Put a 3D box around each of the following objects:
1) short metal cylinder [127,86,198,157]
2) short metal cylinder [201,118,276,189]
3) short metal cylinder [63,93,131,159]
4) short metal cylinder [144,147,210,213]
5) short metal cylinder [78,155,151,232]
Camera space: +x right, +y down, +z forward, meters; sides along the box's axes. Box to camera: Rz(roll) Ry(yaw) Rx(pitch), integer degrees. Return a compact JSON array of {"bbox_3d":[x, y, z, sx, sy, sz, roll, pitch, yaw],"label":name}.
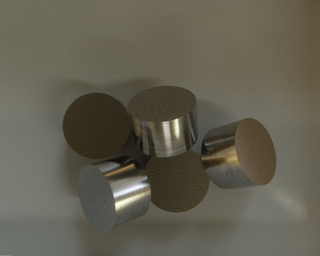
[{"bbox_3d":[0.005,-0.010,0.375,0.081,0.080,0.050,-8,126,-1],"label":"short metal cylinder"},{"bbox_3d":[0.097,0.032,0.378,0.081,0.050,0.080,14,67,-37],"label":"short metal cylinder"},{"bbox_3d":[-0.076,-0.003,0.395,0.081,0.050,0.079,0,90,-1],"label":"short metal cylinder"},{"bbox_3d":[0.020,0.062,0.398,0.081,0.050,0.079,0,90,-1],"label":"short metal cylinder"},{"bbox_3d":[-0.057,0.077,0.375,0.050,0.080,0.080,-11,90,-43],"label":"short metal cylinder"}]
